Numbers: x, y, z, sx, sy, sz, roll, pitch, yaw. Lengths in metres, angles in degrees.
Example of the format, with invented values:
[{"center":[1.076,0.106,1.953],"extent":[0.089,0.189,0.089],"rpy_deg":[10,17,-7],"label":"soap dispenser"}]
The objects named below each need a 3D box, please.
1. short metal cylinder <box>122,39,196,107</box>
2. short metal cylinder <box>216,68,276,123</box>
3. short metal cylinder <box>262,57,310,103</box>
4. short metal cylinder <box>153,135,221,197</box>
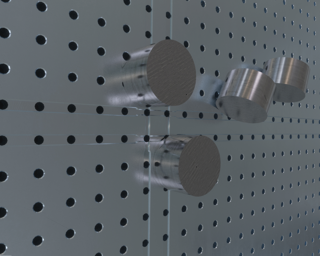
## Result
[{"center":[0.000,-0.067,0.392],"extent":[0.081,0.050,0.079],"rpy_deg":[0,90,-40],"label":"short metal cylinder"},{"center":[0.134,-0.049,0.485],"extent":[0.080,0.080,0.050],"rpy_deg":[37,67,-34],"label":"short metal cylinder"},{"center":[0.224,-0.085,0.560],"extent":[0.080,0.080,0.050],"rpy_deg":[27,73,-37],"label":"short metal cylinder"},{"center":[0.037,0.049,0.424],"extent":[0.081,0.050,0.079],"rpy_deg":[0,90,-40],"label":"short metal cylinder"}]
